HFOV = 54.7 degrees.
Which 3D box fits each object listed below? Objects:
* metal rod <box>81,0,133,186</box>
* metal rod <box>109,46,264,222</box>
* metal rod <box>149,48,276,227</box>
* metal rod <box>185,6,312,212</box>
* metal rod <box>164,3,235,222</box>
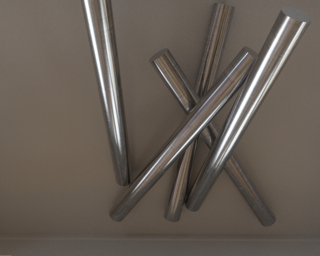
[{"bbox_3d":[-0.052,-0.032,0.333,0.025,0.025,0.298,-1,136,0],"label":"metal rod"},{"bbox_3d":[0.014,0.028,0.380,0.025,0.025,0.298,31,123,-11],"label":"metal rod"},{"bbox_3d":[0.080,0.028,0.402,0.025,0.025,0.300,-32,115,11],"label":"metal rod"},{"bbox_3d":[0.078,0.011,0.350,0.025,0.025,0.298,12,135,-5],"label":"metal rod"},{"bbox_3d":[0.046,-0.005,0.410,0.025,0.025,0.298,10,110,-4],"label":"metal rod"}]
